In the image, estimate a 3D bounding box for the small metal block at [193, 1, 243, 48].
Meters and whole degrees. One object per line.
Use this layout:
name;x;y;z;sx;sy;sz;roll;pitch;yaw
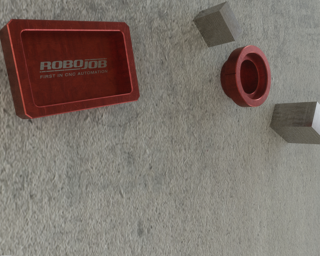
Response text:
small metal block;0.085;-0.152;0.459;0.050;0.050;0.025;52;60;-28

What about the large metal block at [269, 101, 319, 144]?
large metal block;0.273;-0.008;0.598;0.080;0.080;0.050;32;70;-36

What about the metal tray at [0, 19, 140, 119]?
metal tray;-0.088;-0.064;0.327;0.131;0.030;0.089;-14;99;-39

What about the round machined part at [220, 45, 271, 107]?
round machined part;0.137;-0.082;0.508;0.099;0.042;0.097;0;90;-40
